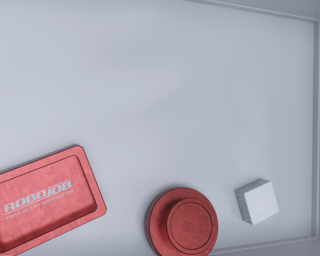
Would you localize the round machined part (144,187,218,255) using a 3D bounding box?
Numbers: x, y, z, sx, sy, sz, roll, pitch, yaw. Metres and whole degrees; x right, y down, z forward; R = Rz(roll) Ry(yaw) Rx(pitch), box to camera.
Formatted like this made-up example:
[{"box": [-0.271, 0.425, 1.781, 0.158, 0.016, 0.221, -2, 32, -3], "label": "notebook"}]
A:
[{"box": [0.033, 0.126, 0.402, 0.099, 0.042, 0.098, 6, 72, -19], "label": "round machined part"}]

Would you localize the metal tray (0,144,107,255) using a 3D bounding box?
[{"box": [-0.139, 0.082, 0.357, 0.131, 0.030, 0.090, -22, 98, -19], "label": "metal tray"}]

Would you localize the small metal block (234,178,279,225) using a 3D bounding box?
[{"box": [0.146, 0.110, 0.466, 0.050, 0.025, 0.050, -19, 97, -19], "label": "small metal block"}]
